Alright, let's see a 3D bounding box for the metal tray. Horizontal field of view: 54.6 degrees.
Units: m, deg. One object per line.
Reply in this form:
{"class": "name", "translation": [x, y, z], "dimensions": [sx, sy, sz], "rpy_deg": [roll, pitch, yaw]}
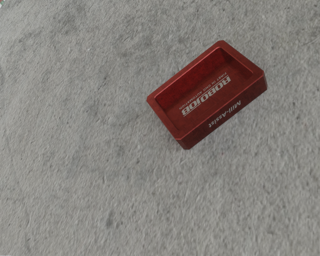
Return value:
{"class": "metal tray", "translation": [0.057, -0.045, 0.398], "dimensions": [0.130, 0.030, 0.090], "rpy_deg": [-38, 51, 2]}
